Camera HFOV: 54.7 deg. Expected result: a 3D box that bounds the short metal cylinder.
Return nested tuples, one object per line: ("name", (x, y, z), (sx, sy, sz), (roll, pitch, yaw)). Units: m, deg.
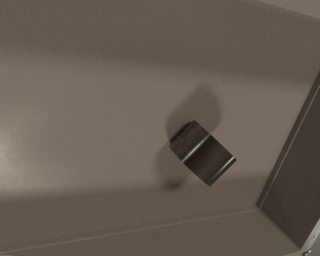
("short metal cylinder", (0.059, 0.034, 0.428), (0.050, 0.080, 0.080), (-46, 130, 4))
